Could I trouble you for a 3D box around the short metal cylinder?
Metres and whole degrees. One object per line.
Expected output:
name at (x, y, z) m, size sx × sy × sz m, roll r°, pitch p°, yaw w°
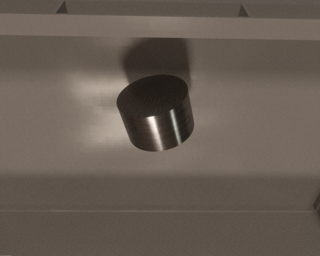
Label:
short metal cylinder at (-0.004, -0.019, 0.357) m, size 0.080 × 0.080 × 0.050 m, roll -9°, pitch 130°, yaw 7°
